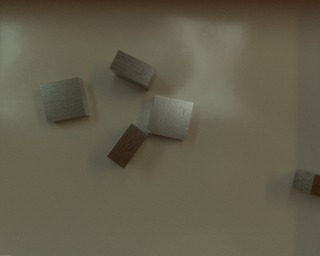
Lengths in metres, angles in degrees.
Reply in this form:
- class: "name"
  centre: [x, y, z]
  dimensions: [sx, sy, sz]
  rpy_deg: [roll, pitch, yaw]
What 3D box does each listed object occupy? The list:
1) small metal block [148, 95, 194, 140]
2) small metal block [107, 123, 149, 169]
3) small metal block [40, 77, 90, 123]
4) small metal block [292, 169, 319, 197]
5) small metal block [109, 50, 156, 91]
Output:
- class: "small metal block"
  centre: [0.014, -0.013, 0.411]
  dimensions: [0.050, 0.025, 0.050]
  rpy_deg: [12, 90, 0]
- class: "small metal block"
  centre: [-0.039, 0.022, 0.398]
  dimensions: [0.025, 0.050, 0.050]
  rpy_deg: [36, 90, 0]
- class: "small metal block"
  centre: [-0.125, -0.036, 0.410]
  dimensions: [0.050, 0.025, 0.050]
  rpy_deg: [-11, 90, 0]
- class: "small metal block"
  centre: [0.209, 0.074, 0.400]
  dimensions: [0.050, 0.050, 0.025]
  rpy_deg: [14, 90, 0]
- class: "small metal block"
  centre: [-0.033, -0.072, 0.398]
  dimensions: [0.050, 0.050, 0.025]
  rpy_deg: [26, 90, 0]
